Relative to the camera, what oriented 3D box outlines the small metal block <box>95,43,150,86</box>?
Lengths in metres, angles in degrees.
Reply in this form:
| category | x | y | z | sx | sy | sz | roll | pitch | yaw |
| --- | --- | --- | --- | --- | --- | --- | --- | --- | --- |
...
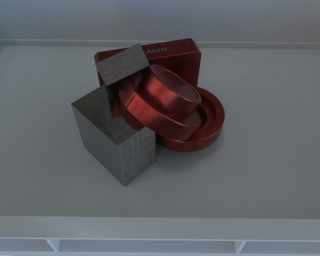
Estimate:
| category | x | y | z | sx | sy | sz | roll | pitch | yaw |
| --- | --- | --- | --- | --- | --- | --- | --- | --- | --- |
| small metal block | -0.043 | -0.070 | 0.341 | 0.050 | 0.025 | 0.050 | -27 | 16 | -6 |

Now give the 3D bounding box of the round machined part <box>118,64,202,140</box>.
| category | x | y | z | sx | sy | sz | roll | pitch | yaw |
| --- | --- | --- | --- | --- | --- | --- | --- | --- | --- |
| round machined part | 0.007 | -0.034 | 0.346 | 0.098 | 0.042 | 0.098 | 30 | 24 | -15 |

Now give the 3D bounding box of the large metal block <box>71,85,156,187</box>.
| category | x | y | z | sx | sy | sz | roll | pitch | yaw |
| --- | --- | --- | --- | --- | --- | --- | --- | --- | --- |
| large metal block | -0.051 | 0.008 | 0.361 | 0.050 | 0.080 | 0.080 | -37 | 59 | -27 |

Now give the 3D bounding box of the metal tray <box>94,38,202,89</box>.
| category | x | y | z | sx | sy | sz | roll | pitch | yaw |
| --- | --- | --- | --- | --- | --- | --- | --- | --- | --- |
| metal tray | -0.015 | -0.066 | 0.415 | 0.131 | 0.089 | 0.030 | -12 | 52 | -10 |

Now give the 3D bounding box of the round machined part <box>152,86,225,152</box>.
| category | x | y | z | sx | sy | sz | roll | pitch | yaw |
| --- | --- | --- | --- | --- | --- | --- | --- | --- | --- |
| round machined part | 0.031 | -0.008 | 0.401 | 0.099 | 0.042 | 0.098 | 0 | 50 | 0 |
